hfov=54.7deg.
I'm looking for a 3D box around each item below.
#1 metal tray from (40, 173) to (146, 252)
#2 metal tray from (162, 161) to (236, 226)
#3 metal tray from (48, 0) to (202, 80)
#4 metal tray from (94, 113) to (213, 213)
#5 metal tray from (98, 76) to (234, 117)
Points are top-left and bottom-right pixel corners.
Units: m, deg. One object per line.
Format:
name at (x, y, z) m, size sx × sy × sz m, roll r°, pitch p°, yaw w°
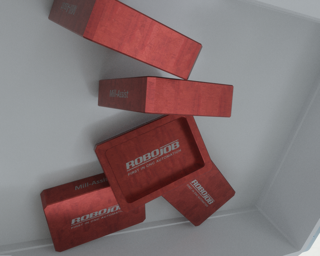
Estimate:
metal tray at (-0.087, 0.110, 0.427) m, size 0.131 × 0.030 × 0.089 m, roll -14°, pitch 125°, yaw -21°
metal tray at (0.059, 0.096, 0.500) m, size 0.090 × 0.030 × 0.130 m, roll -41°, pitch 130°, yaw -1°
metal tray at (-0.036, -0.084, 0.268) m, size 0.091 × 0.130 × 0.030 m, roll 15°, pitch 104°, yaw -35°
metal tray at (-0.007, 0.038, 0.398) m, size 0.131 × 0.030 × 0.090 m, roll -24°, pitch 96°, yaw -14°
metal tray at (-0.001, -0.032, 0.320) m, size 0.091 × 0.130 × 0.030 m, roll 1°, pitch 96°, yaw -30°
